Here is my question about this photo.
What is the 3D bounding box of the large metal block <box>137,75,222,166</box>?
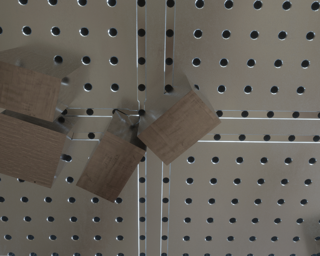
[{"bbox_3d":[0.021,-0.012,0.380,0.080,0.080,0.050,-40,106,13],"label":"large metal block"}]

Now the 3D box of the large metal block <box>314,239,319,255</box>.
[{"bbox_3d":[0.298,0.212,0.483,0.080,0.050,0.080,-17,110,6],"label":"large metal block"}]

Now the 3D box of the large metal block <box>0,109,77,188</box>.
[{"bbox_3d":[-0.165,0.022,0.406,0.080,0.050,0.079,19,109,-8],"label":"large metal block"}]

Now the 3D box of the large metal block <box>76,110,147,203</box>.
[{"bbox_3d":[-0.058,0.033,0.396,0.050,0.080,0.080,29,107,-10],"label":"large metal block"}]

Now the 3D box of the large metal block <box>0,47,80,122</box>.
[{"bbox_3d":[-0.148,-0.054,0.362,0.080,0.080,0.050,16,109,-6],"label":"large metal block"}]
